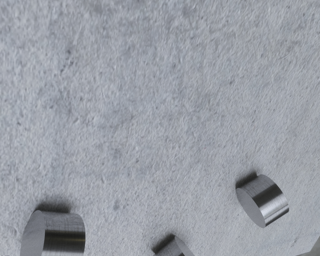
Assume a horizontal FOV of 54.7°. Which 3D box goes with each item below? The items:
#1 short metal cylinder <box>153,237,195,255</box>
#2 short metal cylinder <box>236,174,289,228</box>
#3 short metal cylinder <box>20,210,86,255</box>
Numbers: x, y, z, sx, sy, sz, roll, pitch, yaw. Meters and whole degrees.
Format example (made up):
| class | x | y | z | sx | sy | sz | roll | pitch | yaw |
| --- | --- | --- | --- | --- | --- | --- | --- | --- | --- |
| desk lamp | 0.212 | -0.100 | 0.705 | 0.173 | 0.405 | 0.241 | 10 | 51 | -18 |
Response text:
| class | x | y | z | sx | sy | sz | roll | pitch | yaw |
| --- | --- | --- | --- | --- | --- | --- | --- | --- | --- |
| short metal cylinder | 0.033 | 0.238 | 0.539 | 0.050 | 0.080 | 0.080 | -41 | 130 | -1 |
| short metal cylinder | 0.182 | 0.130 | 0.554 | 0.050 | 0.080 | 0.080 | -28 | 128 | -11 |
| short metal cylinder | -0.136 | 0.147 | 0.389 | 0.050 | 0.080 | 0.080 | 18 | 109 | -36 |
